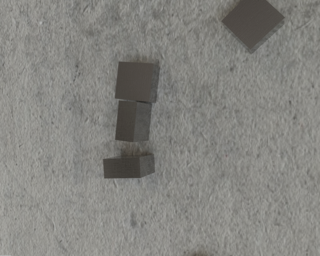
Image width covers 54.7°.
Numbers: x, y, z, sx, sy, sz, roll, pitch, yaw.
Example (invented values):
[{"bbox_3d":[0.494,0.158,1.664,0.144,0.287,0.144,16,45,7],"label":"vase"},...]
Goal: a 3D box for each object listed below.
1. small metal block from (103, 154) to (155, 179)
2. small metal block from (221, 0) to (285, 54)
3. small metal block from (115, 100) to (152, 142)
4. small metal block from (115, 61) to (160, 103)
[{"bbox_3d":[-0.040,0.050,0.409,0.050,0.050,0.025,-4,89,19],"label":"small metal block"},{"bbox_3d":[0.111,-0.126,0.370,0.050,0.025,0.050,-44,77,14],"label":"small metal block"},{"bbox_3d":[-0.034,-0.009,0.407,0.025,0.050,0.050,6,92,19],"label":"small metal block"},{"bbox_3d":[-0.030,-0.061,0.419,0.050,0.025,0.050,7,92,19],"label":"small metal block"}]
